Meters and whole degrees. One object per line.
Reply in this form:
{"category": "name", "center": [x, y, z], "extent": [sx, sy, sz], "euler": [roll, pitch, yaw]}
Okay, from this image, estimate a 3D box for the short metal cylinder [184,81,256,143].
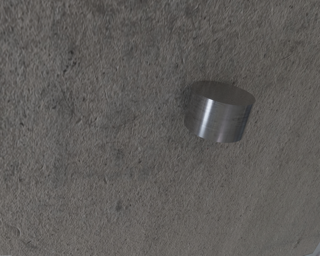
{"category": "short metal cylinder", "center": [0.075, -0.023, 0.397], "extent": [0.081, 0.080, 0.050], "euler": [-4, 120, -27]}
